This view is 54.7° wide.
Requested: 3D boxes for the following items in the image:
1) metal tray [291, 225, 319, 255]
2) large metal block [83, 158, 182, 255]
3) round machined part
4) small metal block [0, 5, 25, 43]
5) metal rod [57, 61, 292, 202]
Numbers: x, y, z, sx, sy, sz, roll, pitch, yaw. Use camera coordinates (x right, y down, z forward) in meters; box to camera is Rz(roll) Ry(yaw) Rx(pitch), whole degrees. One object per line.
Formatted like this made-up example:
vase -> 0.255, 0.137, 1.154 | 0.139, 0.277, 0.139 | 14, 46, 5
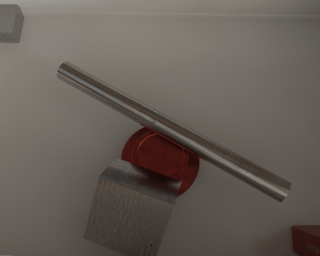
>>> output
metal tray -> 0.203, 0.123, 0.310 | 0.091, 0.130, 0.030 | 0, 81, 0
large metal block -> -0.029, 0.090, 0.342 | 0.080, 0.050, 0.079 | 19, 111, 6
round machined part -> 0.001, 0.040, 0.386 | 0.099, 0.042, 0.098 | 0, 70, -1
small metal block -> -0.237, -0.156, 0.464 | 0.050, 0.025, 0.050 | 1, 70, 0
metal rod -> 0.008, -0.001, 0.365 | 0.301, 0.025, 0.025 | 29, 73, 10
